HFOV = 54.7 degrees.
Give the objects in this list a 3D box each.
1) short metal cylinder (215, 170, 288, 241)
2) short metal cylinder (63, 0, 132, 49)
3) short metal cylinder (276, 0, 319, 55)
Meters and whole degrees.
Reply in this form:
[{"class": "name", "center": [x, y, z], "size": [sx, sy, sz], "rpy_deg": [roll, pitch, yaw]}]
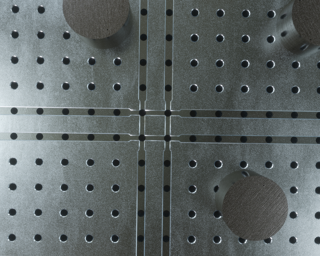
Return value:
[{"class": "short metal cylinder", "center": [0.116, 0.098, 0.403], "size": [0.081, 0.050, 0.079], "rpy_deg": [0, 90, -1]}, {"class": "short metal cylinder", "center": [-0.078, -0.148, 0.400], "size": [0.081, 0.050, 0.079], "rpy_deg": [0, 90, -1]}, {"class": "short metal cylinder", "center": [0.201, -0.140, 0.404], "size": [0.081, 0.050, 0.079], "rpy_deg": [0, 90, -1]}]
